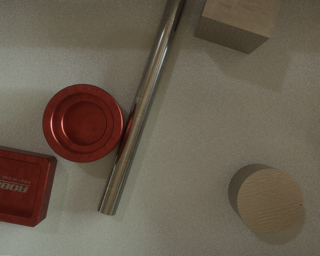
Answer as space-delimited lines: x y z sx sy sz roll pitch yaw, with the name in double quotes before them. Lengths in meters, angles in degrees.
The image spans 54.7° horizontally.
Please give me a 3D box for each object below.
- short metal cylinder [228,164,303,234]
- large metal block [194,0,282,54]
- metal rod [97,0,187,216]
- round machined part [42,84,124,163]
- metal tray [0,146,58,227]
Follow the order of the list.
"short metal cylinder" 0.134 0.089 0.401 0.081 0.050 0.079 0 90 -1
"large metal block" 0.092 -0.137 0.385 0.080 0.080 0.050 18 90 -1
"metal rod" -0.024 -0.031 0.411 0.025 0.025 0.298 19 90 -1
"round machined part" -0.096 -0.006 0.402 0.099 0.042 0.097 0 90 -1
"metal tray" -0.211 0.071 0.406 0.131 0.030 0.089 11 90 -1
